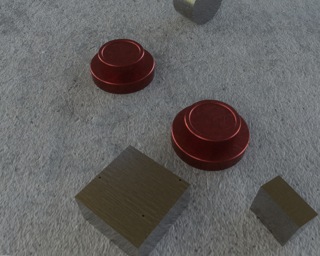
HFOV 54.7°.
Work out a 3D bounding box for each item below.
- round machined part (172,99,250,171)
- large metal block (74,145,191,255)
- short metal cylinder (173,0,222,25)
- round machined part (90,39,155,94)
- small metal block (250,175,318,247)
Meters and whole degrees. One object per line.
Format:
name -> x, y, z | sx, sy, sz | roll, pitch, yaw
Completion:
round machined part -> 0.064, 0.002, 0.391 | 0.099, 0.042, 0.098 | 0, 50, 0
large metal block -> -0.026, 0.077, 0.322 | 0.080, 0.050, 0.080 | 31, 56, 23
short metal cylinder -> 0.071, -0.239, 0.570 | 0.080, 0.080, 0.050 | -34, 58, -26
round machined part -> -0.058, -0.101, 0.476 | 0.099, 0.042, 0.098 | 0, 50, 0
small metal block -> 0.124, 0.085, 0.317 | 0.025, 0.050, 0.050 | -25, 55, -20
